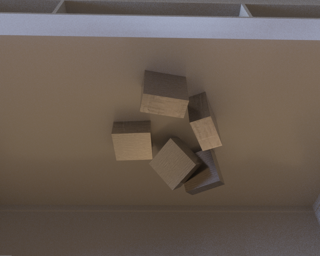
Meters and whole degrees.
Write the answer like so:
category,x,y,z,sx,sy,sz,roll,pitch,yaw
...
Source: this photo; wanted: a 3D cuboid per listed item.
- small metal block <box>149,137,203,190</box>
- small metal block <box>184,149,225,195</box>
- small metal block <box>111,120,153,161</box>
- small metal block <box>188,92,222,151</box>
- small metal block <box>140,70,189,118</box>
category,x,y,z,sx,sy,sz,roll,pitch,yaw
small metal block,0.022,0.048,0.426,0.050,0.050,0.025,-51,158,20
small metal block,0.059,0.063,0.443,0.050,0.050,0.025,-23,150,18
small metal block,-0.036,0.018,0.424,0.050,0.025,0.050,-2,130,1
small metal block,0.055,-0.008,0.386,0.025,0.050,0.050,-18,128,14
small metal block,0.004,-0.040,0.359,0.050,0.050,0.025,8,130,-8
